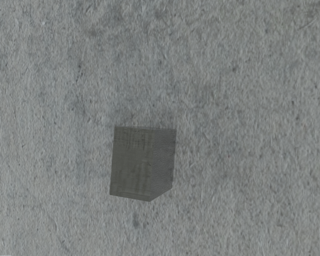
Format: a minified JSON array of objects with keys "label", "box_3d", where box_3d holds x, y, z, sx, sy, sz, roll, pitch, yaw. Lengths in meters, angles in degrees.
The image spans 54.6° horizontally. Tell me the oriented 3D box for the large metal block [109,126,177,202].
[{"label":"large metal block","box_3d":[-0.018,0.040,0.386,0.050,0.080,0.080,5,92,20]}]
